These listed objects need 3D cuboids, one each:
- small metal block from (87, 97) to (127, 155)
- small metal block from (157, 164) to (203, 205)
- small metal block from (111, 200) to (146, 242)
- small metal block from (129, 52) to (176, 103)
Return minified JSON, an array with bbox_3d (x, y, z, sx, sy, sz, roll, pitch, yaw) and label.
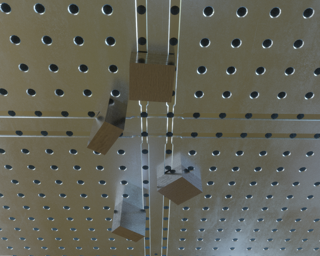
[{"bbox_3d":[-0.066,-0.003,0.392,0.025,0.050,0.050,26,125,-21],"label":"small metal block"},{"bbox_3d":[0.031,0.090,0.488,0.050,0.025,0.050,-35,122,26],"label":"small metal block"},{"bbox_3d":[-0.052,0.159,0.530,0.050,0.050,0.025,31,124,-24],"label":"small metal block"},{"bbox_3d":[-0.010,-0.059,0.362,0.050,0.025,0.050,3,130,-3],"label":"small metal block"}]
